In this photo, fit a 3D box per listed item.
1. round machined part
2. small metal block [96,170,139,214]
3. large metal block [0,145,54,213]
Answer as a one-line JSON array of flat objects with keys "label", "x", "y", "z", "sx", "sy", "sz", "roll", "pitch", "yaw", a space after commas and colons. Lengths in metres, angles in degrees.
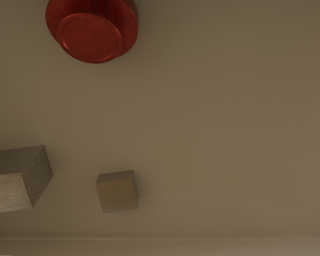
[{"label": "round machined part", "x": -0.073, "y": -0.108, "z": 0.336, "sx": 0.099, "sy": 0.042, "sz": 0.098, "roll": 0, "pitch": 147, "yaw": 1}, {"label": "small metal block", "x": -0.060, "y": 0.091, "z": 0.444, "sx": 0.050, "sy": 0.025, "sz": 0.050, "roll": -8, "pitch": 110, "yaw": 2}, {"label": "large metal block", "x": -0.197, "y": 0.066, "z": 0.403, "sx": 0.080, "sy": 0.080, "sz": 0.050, "roll": -7, "pitch": 110, "yaw": 2}]
